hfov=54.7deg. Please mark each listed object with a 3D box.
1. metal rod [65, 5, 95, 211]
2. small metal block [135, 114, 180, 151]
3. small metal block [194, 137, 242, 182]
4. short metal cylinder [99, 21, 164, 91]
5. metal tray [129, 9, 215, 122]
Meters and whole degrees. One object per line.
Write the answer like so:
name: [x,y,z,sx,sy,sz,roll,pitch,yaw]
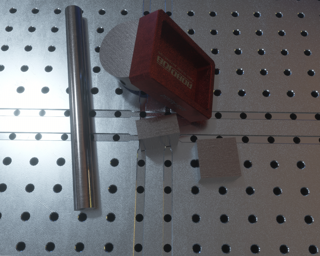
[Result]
metal rod: [-0.112,-0.041,0.425,0.025,0.025,0.299,-7,70,-3]
small metal block: [-0.003,0.006,0.396,0.050,0.050,0.025,-10,71,-4]
small metal block: [0.073,0.041,0.398,0.050,0.025,0.050,-3,70,-2]
short metal cylinder: [-0.034,-0.097,0.421,0.080,0.050,0.080,-5,75,18]
metal tray: [0.022,-0.072,0.387,0.030,0.131,0.090,-9,65,38]
